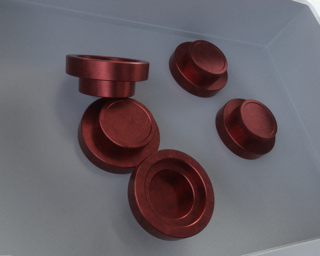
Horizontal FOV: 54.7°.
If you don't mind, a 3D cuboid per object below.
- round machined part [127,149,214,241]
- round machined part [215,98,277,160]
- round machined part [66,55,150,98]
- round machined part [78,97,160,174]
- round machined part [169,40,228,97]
[{"bbox_3d":[0.009,0.077,0.351,0.099,0.042,0.098,14,58,-23],"label":"round machined part"},{"bbox_3d":[0.137,-0.005,0.471,0.099,0.042,0.098,14,56,-21],"label":"round machined part"},{"bbox_3d":[-0.064,-0.063,0.377,0.099,0.098,0.042,-3,107,-30],"label":"round machined part"},{"bbox_3d":[-0.044,0.002,0.370,0.099,0.042,0.098,14,56,-21],"label":"round machined part"},{"bbox_3d":[0.067,-0.100,0.492,0.099,0.042,0.098,14,56,-21],"label":"round machined part"}]
